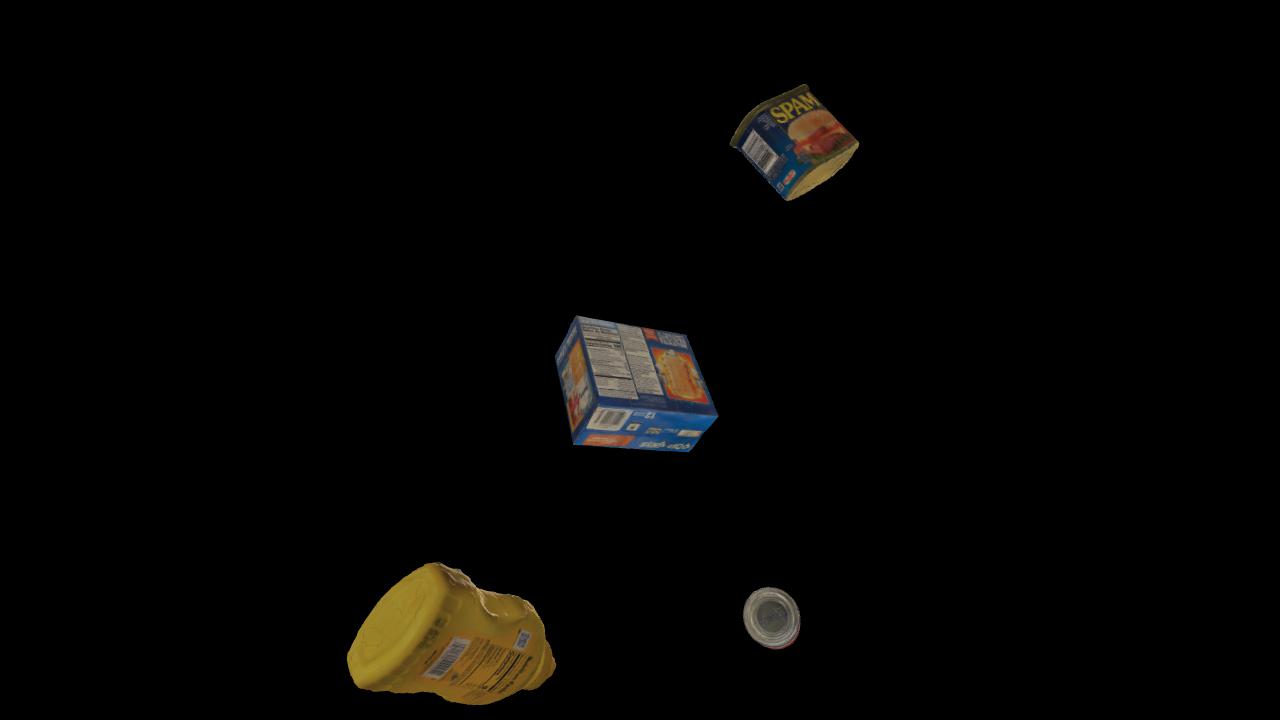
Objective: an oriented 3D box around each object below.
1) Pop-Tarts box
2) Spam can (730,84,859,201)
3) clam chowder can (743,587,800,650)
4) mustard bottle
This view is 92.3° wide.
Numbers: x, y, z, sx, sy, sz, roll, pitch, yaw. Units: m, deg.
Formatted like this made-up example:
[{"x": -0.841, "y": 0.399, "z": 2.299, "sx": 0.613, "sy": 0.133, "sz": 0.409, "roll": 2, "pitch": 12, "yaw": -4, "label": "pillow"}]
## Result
[{"x": -0.008, "y": 0.033, "z": 0.772, "sx": 0.167, "sy": 0.141, "sz": 0.083, "roll": 8, "pitch": -45, "yaw": -30, "label": "Pop-Tarts box"}, {"x": 0.157, "y": -0.217, "z": 0.619, "sx": 0.101, "sy": 0.085, "sz": 0.058, "roll": -34, "pitch": -10, "yaw": -29, "label": "Spam can"}, {"x": 0.164, "y": 0.320, "z": 0.761, "sx": 0.068, "sy": 0.068, "sz": 0.102, "roll": 0, "pitch": -25, "yaw": 15, "label": "clam chowder can"}, {"x": -0.123, "y": 0.224, "z": 0.477, "sx": 0.054, "sy": 0.092, "sz": 0.184, "roll": 28, "pitch": -14, "yaw": 43, "label": "mustard bottle"}]
